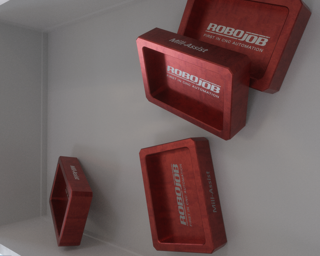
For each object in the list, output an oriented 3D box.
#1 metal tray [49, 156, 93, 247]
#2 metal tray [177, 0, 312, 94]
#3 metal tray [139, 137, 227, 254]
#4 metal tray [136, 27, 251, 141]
[{"bbox_3d":[-0.145,0.111,0.491,0.130,0.030,0.089,38,115,59],"label":"metal tray"},{"bbox_3d":[0.080,-0.100,0.337,0.130,0.030,0.089,29,108,36],"label":"metal tray"},{"bbox_3d":[0.025,0.082,0.382,0.090,0.030,0.129,-15,80,39],"label":"metal tray"},{"bbox_3d":[0.034,-0.051,0.345,0.130,0.030,0.089,30,143,35],"label":"metal tray"}]
